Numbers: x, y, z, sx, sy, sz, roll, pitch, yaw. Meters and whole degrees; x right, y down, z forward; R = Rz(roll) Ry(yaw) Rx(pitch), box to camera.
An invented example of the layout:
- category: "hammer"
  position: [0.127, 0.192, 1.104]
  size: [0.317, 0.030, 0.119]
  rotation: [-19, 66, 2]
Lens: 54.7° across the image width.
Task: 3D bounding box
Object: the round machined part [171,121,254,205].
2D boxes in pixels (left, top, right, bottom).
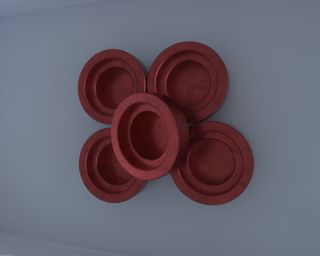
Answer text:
- category: "round machined part"
  position: [0.064, 0.040, 0.377]
  size: [0.098, 0.042, 0.097]
  rotation: [0, 90, 19]

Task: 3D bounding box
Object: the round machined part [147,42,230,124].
- category: "round machined part"
  position: [0.037, -0.054, 0.386]
  size: [0.098, 0.042, 0.097]
  rotation: [0, 90, 19]

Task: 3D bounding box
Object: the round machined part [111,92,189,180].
- category: "round machined part"
  position: [-0.007, 0.008, 0.356]
  size: [0.098, 0.042, 0.097]
  rotation: [5, 98, 37]

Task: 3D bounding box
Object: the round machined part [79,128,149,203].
- category: "round machined part"
  position: [-0.056, 0.048, 0.418]
  size: [0.098, 0.042, 0.097]
  rotation: [0, 90, 19]

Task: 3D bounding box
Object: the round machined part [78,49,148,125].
- category: "round machined part"
  position: [-0.057, -0.053, 0.419]
  size: [0.098, 0.042, 0.097]
  rotation: [0, 90, 19]
